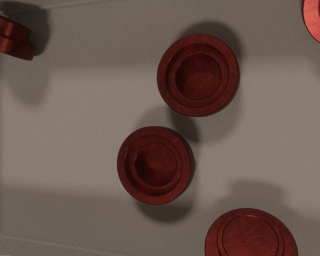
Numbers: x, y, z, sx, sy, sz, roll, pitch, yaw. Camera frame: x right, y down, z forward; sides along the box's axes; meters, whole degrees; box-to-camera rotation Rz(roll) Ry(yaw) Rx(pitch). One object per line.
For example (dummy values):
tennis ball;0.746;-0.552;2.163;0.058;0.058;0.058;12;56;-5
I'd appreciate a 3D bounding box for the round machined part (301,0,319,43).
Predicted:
round machined part;0.197;-0.126;0.312;0.098;0.042;0.097;8;120;15

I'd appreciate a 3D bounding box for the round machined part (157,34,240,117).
round machined part;0.049;-0.062;0.384;0.098;0.042;0.097;0;90;19

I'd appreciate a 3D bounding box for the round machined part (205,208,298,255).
round machined part;0.098;0.131;0.338;0.098;0.042;0.098;-8;45;8

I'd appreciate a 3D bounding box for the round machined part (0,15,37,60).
round machined part;-0.228;-0.139;0.450;0.098;0.098;0.042;28;99;17

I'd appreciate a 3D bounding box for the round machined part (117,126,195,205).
round machined part;-0.002;0.046;0.401;0.098;0.042;0.097;0;90;19
